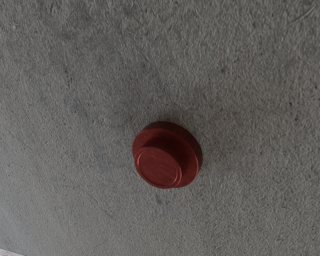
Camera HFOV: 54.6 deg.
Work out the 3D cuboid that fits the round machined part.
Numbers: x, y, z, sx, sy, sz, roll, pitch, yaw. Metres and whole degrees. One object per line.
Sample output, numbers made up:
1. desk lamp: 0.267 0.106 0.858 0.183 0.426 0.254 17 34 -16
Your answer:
1. round machined part: 0.005 0.043 0.421 0.098 0.042 0.097 13 124 21
